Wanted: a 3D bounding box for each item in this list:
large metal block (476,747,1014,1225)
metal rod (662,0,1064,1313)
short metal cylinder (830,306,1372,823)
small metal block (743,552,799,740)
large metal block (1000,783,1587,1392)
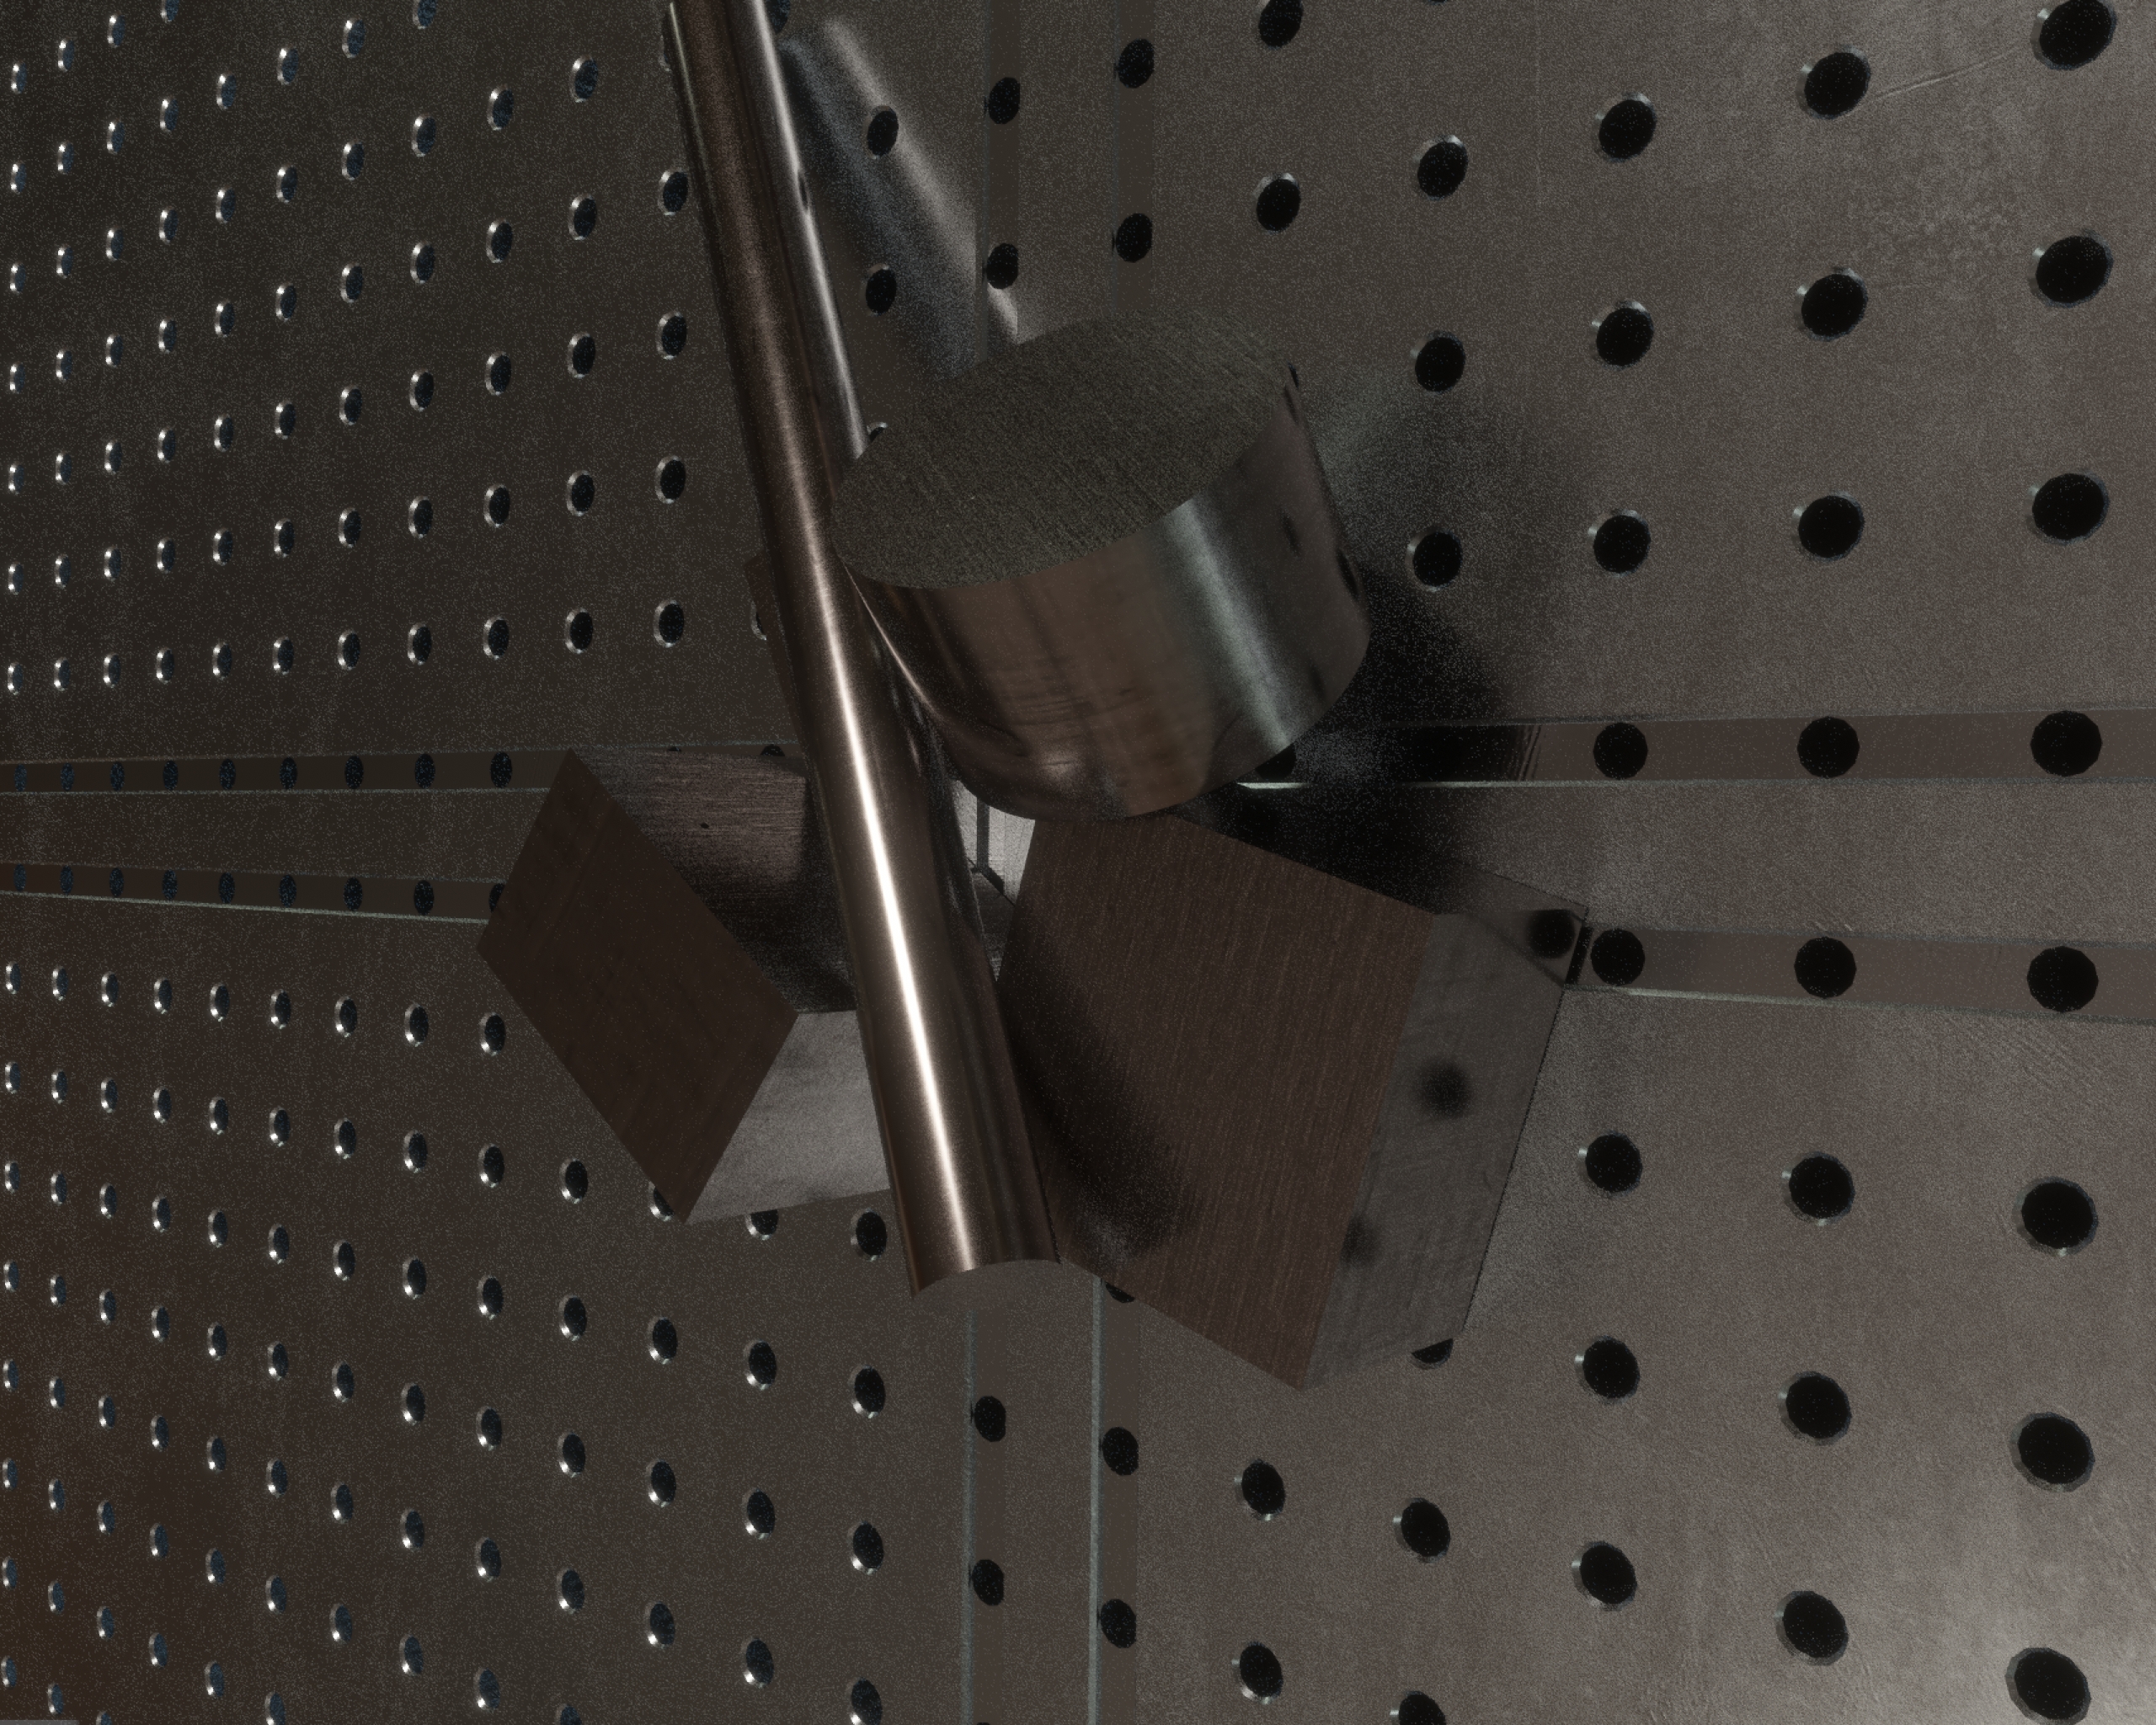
[{"bbox_3d":[-0.058,0.022,0.419,0.080,0.081,0.050,45,117,30],"label":"large metal block"},{"bbox_3d":[-0.048,-0.060,0.408,0.025,0.025,0.299,-34,57,34],"label":"metal rod"},{"bbox_3d":[0.005,-0.052,0.359,0.080,0.080,0.050,11,141,39],"label":"short metal cylinder"},{"bbox_3d":[-0.039,-0.052,0.440,0.050,0.025,0.050,-30,72,35],"label":"small metal block"},{"bbox_3d":[0.031,0.034,0.365,0.080,0.050,0.079,22,104,37],"label":"large metal block"}]
